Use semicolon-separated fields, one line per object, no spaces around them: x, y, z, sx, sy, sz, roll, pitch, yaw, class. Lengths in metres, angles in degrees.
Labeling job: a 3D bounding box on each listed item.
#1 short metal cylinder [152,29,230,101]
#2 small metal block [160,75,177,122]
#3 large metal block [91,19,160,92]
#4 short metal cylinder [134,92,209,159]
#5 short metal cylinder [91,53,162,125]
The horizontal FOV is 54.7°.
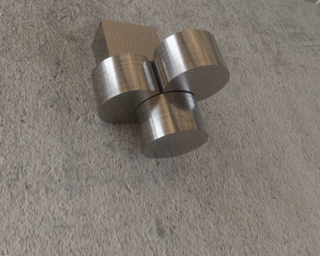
0.036;-0.070;0.368;0.081;0.080;0.050;-2;63;-29;short metal cylinder
0.011;-0.038;0.421;0.025;0.050;0.050;1;61;-28;small metal block
-0.042;-0.096;0.426;0.081;0.050;0.080;-2;63;-29;large metal block
0.013;-0.001;0.378;0.081;0.080;0.050;0;62;-29;short metal cylinder
-0.039;-0.045;0.377;0.081;0.080;0.050;-2;63;-29;short metal cylinder
